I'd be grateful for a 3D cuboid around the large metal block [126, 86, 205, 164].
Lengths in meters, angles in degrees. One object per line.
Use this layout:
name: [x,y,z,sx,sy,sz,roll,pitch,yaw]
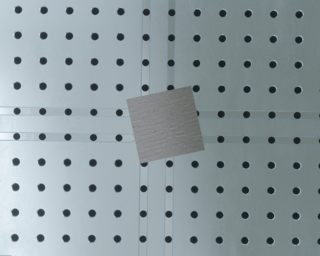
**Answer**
large metal block: [0.007,-0.004,0.400,0.080,0.050,0.080,-12,90,0]
